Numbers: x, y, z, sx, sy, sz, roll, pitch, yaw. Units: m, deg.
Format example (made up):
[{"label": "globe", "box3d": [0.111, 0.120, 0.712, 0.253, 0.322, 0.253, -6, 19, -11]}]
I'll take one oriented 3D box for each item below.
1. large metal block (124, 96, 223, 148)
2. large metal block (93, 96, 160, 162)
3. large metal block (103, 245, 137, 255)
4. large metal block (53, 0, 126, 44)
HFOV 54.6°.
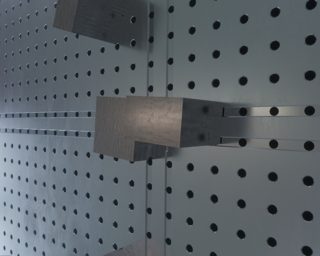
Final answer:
[{"label": "large metal block", "box3d": [0.016, -0.009, 0.361, 0.080, 0.081, 0.050, 7, 95, 40]}, {"label": "large metal block", "box3d": [-0.045, -0.001, 0.432, 0.080, 0.050, 0.080, 7, 95, 40]}, {"label": "large metal block", "box3d": [-0.056, 0.231, 0.440, 0.080, 0.050, 0.080, 45, 117, 31]}, {"label": "large metal block", "box3d": [-0.102, -0.176, 0.459, 0.050, 0.081, 0.080, 25, 106, 37]}]
